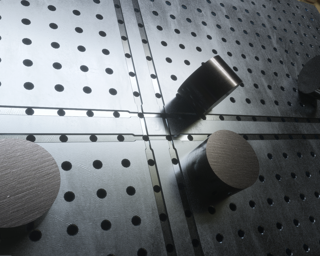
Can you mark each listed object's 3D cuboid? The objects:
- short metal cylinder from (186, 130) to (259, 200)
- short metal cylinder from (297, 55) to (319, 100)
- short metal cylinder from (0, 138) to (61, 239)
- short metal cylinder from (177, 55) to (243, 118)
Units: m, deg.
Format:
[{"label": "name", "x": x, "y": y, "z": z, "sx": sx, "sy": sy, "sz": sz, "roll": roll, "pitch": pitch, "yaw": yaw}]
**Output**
[{"label": "short metal cylinder", "x": 0.082, "y": 0.049, "z": 0.408, "sx": 0.081, "sy": 0.050, "sz": 0.080, "roll": 14, "pitch": 56, "yaw": -21}, {"label": "short metal cylinder", "x": 0.320, "y": -0.096, "z": 0.608, "sx": 0.050, "sy": 0.080, "sz": 0.080, "roll": 20, "pitch": 54, "yaw": -17}, {"label": "short metal cylinder", "x": -0.137, "y": 0.056, "z": 0.284, "sx": 0.081, "sy": 0.050, "sz": 0.080, "roll": 14, "pitch": 56, "yaw": -21}, {"label": "short metal cylinder", "x": 0.072, "y": -0.059, "z": 0.450, "sx": 0.081, "sy": 0.080, "sz": 0.050, "roll": -35, "pitch": 82, "yaw": -39}]
